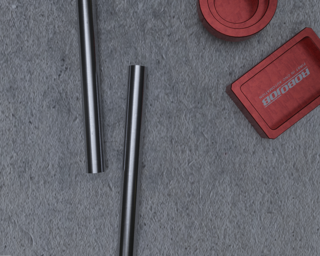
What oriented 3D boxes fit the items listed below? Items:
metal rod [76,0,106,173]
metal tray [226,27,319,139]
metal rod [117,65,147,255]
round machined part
[{"bbox_3d":[-0.094,-0.091,0.408,0.025,0.025,0.298,-3,90,-1],"label":"metal rod"},{"bbox_3d":[0.166,-0.057,0.409,0.130,0.030,0.090,-37,91,-1],"label":"metal tray"},{"bbox_3d":[-0.038,0.068,0.409,0.025,0.025,0.298,3,90,-1],"label":"metal rod"},{"bbox_3d":[0.096,-0.160,0.403,0.099,0.042,0.097,0,90,-1],"label":"round machined part"}]
